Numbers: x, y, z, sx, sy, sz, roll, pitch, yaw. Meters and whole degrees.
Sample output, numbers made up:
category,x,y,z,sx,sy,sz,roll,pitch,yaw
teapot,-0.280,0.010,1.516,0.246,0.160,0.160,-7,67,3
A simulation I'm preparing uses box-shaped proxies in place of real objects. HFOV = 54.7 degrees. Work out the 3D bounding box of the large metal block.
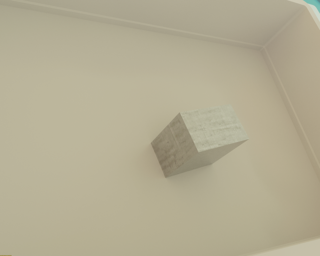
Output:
category,x,y,z,sx,sy,sz,roll,pitch,yaw
large metal block,0.048,0.016,0.388,0.081,0.080,0.050,-11,68,-33
